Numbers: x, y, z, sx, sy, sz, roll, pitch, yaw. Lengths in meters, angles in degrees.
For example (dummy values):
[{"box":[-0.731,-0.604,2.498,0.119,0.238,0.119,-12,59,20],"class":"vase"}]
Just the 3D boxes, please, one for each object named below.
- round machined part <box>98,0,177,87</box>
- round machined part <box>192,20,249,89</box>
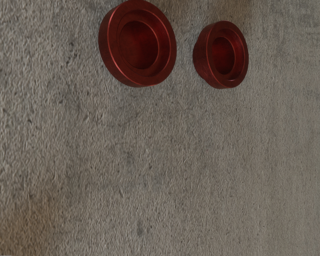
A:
[{"box":[-0.030,-0.097,0.368,0.099,0.042,0.097,0,90,-40],"class":"round machined part"},{"box":[0.087,-0.107,0.466,0.099,0.042,0.097,0,90,-40],"class":"round machined part"}]
